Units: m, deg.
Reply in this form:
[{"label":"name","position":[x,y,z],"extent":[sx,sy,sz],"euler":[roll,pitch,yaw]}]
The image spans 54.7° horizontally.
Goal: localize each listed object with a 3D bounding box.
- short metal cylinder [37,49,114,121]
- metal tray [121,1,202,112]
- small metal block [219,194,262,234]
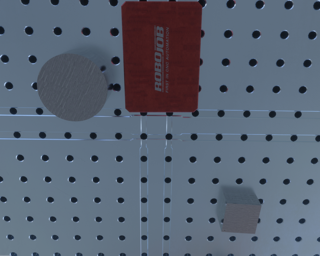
[{"label":"short metal cylinder","position":[-0.101,-0.054,0.379],"extent":[0.081,0.050,0.079],"euler":[0,110,0]},{"label":"metal tray","position":[0.002,-0.085,0.379],"extent":[0.091,0.030,0.129],"euler":[0,110,0]},{"label":"small metal block","position":[0.118,0.128,0.462],"extent":[0.050,0.025,0.050],"euler":[4,110,-2]}]
